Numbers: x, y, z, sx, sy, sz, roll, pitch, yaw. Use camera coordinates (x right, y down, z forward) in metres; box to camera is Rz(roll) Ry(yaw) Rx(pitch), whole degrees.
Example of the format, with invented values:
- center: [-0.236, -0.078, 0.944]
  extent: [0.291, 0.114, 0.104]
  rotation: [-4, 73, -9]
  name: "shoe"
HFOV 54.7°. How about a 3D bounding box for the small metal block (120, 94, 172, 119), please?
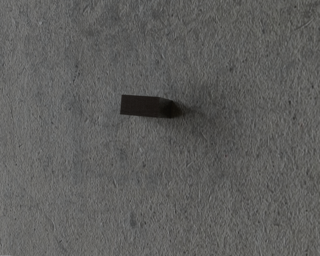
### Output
- center: [-0.017, -0.027, 0.401]
  extent: [0.050, 0.050, 0.025]
  rotation: [6, 92, 19]
  name: "small metal block"
